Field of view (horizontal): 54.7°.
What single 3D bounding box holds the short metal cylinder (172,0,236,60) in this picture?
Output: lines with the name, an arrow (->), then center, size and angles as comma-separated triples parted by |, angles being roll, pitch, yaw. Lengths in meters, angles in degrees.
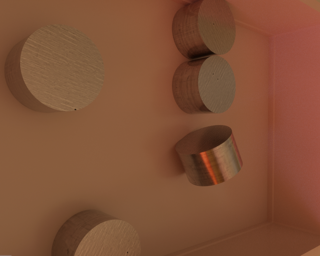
short metal cylinder -> 0.064, -0.142, 0.446 | 0.081, 0.050, 0.079 | 0, 90, -40

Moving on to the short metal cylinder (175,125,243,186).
short metal cylinder -> 0.068, 0.037, 0.430 | 0.081, 0.080, 0.050 | -36, 112, -35

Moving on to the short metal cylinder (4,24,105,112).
short metal cylinder -> -0.103, -0.055, 0.305 | 0.081, 0.050, 0.079 | 0, 90, -40

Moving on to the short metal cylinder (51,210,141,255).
short metal cylinder -> -0.068, 0.134, 0.335 | 0.081, 0.050, 0.079 | 0, 90, -40

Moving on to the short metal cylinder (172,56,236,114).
short metal cylinder -> 0.064, -0.060, 0.446 | 0.081, 0.050, 0.079 | 0, 90, -40
